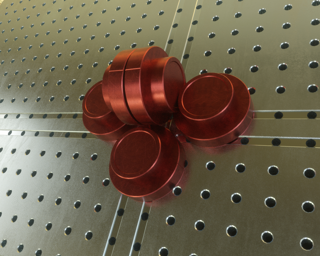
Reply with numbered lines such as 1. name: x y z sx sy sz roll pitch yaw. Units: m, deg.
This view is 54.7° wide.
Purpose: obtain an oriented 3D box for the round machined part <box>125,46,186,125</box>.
1. round machined part: 0.001 -0.053 0.385 0.042 0.098 0.098 -1 62 28

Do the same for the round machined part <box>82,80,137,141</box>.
1. round machined part: -0.074 -0.034 0.455 0.098 0.042 0.098 -13 56 20

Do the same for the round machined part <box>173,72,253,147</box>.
1. round machined part: 0.061 -0.029 0.381 0.098 0.042 0.098 -13 56 20

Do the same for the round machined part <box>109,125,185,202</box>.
1. round machined part: -0.022 0.038 0.384 0.098 0.042 0.098 -13 56 20

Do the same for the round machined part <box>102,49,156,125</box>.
1. round machined part: -0.038 -0.053 0.404 0.042 0.098 0.098 1 62 29
